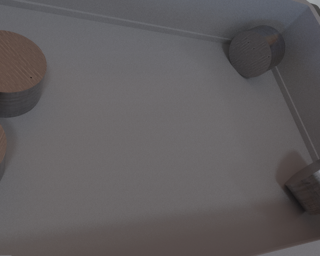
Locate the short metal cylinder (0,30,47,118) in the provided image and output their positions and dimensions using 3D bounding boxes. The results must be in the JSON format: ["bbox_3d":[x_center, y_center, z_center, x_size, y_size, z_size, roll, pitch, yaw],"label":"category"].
[{"bbox_3d":[-0.168,-0.058,0.334,0.081,0.050,0.080,14,56,-21],"label":"short metal cylinder"}]

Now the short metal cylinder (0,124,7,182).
[{"bbox_3d":[-0.183,0.025,0.276,0.081,0.050,0.080,14,56,-21],"label":"short metal cylinder"}]

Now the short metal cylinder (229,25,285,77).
[{"bbox_3d":[0.169,-0.135,0.543,0.050,0.080,0.080,-30,78,-37],"label":"short metal cylinder"}]

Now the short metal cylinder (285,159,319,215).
[{"bbox_3d":[0.231,0.081,0.445,0.081,0.080,0.050,-26,76,-37],"label":"short metal cylinder"}]
